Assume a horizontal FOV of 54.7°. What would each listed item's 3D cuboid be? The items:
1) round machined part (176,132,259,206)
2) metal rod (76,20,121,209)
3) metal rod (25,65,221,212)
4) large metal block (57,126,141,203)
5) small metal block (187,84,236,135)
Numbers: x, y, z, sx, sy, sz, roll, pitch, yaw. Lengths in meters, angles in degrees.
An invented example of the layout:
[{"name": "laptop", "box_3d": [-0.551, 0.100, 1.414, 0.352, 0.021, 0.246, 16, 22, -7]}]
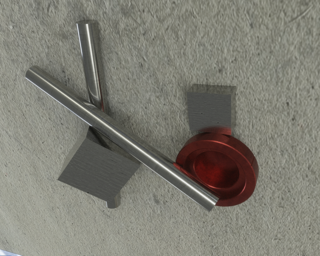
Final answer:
[{"name": "round machined part", "box_3d": [0.073, 0.046, 0.386, 0.098, 0.042, 0.097, 13, 124, 20]}, {"name": "metal rod", "box_3d": [-0.084, 0.000, 0.449, 0.025, 0.025, 0.298, 11, 123, 21]}, {"name": "metal rod", "box_3d": [-0.056, 0.006, 0.397, 0.300, 0.025, 0.025, 34, 129, 13]}, {"name": "large metal block", "box_3d": [-0.082, 0.047, 0.432, 0.080, 0.050, 0.080, 30, 115, -19]}, {"name": "small metal block", "box_3d": [0.061, -0.022, 0.360, 0.050, 0.025, 0.050, 7, 122, 24]}]
